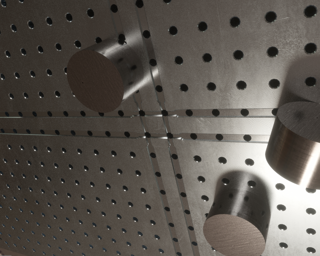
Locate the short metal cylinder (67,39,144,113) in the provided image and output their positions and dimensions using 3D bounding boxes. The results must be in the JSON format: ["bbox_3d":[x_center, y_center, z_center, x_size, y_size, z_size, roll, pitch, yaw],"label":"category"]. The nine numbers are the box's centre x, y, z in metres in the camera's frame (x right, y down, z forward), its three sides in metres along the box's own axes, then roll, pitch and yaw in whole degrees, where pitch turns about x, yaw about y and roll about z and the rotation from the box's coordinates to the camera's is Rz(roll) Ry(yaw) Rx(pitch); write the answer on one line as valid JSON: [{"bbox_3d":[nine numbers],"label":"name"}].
[{"bbox_3d":[-0.068,-0.066,0.388,0.080,0.050,0.079,13,124,20],"label":"short metal cylinder"}]

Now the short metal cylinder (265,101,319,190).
[{"bbox_3d":[0.151,0.015,0.305,0.080,0.080,0.050,16,125,18],"label":"short metal cylinder"}]

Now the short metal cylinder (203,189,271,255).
[{"bbox_3d":[0.105,0.130,0.420,0.080,0.050,0.079,13,124,20],"label":"short metal cylinder"}]
